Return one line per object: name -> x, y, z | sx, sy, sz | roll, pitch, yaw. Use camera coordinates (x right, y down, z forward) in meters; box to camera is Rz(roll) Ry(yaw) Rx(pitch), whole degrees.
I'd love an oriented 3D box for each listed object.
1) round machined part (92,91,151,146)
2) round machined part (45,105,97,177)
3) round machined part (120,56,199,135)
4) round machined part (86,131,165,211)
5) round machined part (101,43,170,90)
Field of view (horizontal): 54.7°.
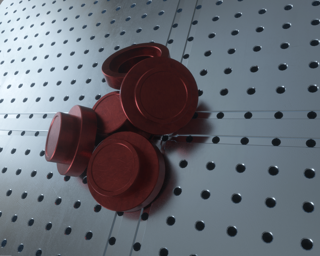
round machined part -> -0.059, -0.013, 0.433 | 0.098, 0.042, 0.098 | -13, 56, 20
round machined part -> -0.125, 0.015, 0.421 | 0.098, 0.042, 0.098 | -29, 54, 50
round machined part -> 0.001, -0.040, 0.382 | 0.098, 0.098, 0.042 | -47, 10, -5
round machined part -> -0.047, 0.050, 0.374 | 0.098, 0.042, 0.098 | -6, 71, 20
round machined part -> -0.031, -0.082, 0.447 | 0.098, 0.042, 0.098 | -10, 38, 8
